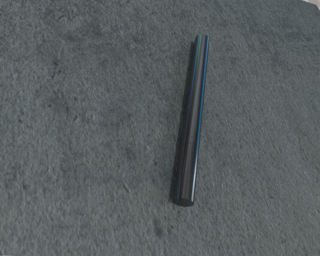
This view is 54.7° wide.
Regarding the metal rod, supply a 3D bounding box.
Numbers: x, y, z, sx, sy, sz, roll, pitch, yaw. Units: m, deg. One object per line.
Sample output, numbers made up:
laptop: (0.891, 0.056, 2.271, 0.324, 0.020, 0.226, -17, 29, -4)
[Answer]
metal rod: (0.051, -0.032, 0.452, 0.025, 0.025, 0.300, 22, 53, -16)
